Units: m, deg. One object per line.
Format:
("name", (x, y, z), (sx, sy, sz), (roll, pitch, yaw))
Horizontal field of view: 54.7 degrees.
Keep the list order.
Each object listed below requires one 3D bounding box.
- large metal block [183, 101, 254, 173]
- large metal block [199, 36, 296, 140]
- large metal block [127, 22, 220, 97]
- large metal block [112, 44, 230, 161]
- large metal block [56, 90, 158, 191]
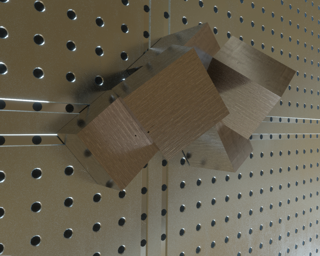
("large metal block", (0.071, 0.011, 0.434), (0.050, 0.080, 0.080), (-41, 116, -32))
("large metal block", (0.094, -0.046, 0.362), (0.080, 0.080, 0.050), (34, 55, 11))
("large metal block", (0.020, -0.081, 0.390), (0.080, 0.080, 0.050), (-49, 120, -29))
("large metal block", (0.011, -0.028, 0.318), (0.080, 0.050, 0.080), (-37, 116, -6))
("large metal block", (-0.052, 0.011, 0.350), (0.080, 0.050, 0.080), (-47, 118, -30))
